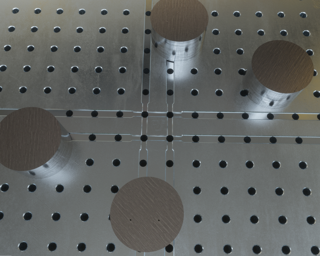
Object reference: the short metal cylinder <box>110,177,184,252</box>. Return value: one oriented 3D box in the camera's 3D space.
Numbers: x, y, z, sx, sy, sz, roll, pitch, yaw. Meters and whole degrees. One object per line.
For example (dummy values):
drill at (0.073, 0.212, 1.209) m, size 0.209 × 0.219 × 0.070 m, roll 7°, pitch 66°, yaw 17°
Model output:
short metal cylinder at (-0.014, 0.101, 0.361) m, size 0.081 × 0.050 × 0.080 m, roll 0°, pitch 70°, yaw 0°

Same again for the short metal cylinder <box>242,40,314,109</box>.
short metal cylinder at (0.160, -0.072, 0.426) m, size 0.081 × 0.050 × 0.080 m, roll 0°, pitch 70°, yaw 0°

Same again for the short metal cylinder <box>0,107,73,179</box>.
short metal cylinder at (-0.157, 0.020, 0.390) m, size 0.081 × 0.050 × 0.080 m, roll 0°, pitch 70°, yaw 0°

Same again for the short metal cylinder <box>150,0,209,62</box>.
short metal cylinder at (0.027, -0.144, 0.451) m, size 0.081 × 0.050 × 0.080 m, roll 0°, pitch 70°, yaw 0°
